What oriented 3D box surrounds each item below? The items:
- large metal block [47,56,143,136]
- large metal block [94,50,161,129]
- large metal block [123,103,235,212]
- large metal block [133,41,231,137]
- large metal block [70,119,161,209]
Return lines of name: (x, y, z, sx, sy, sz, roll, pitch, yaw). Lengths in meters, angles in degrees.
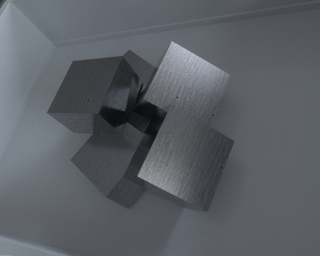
large metal block: (-0.079, -0.039, 0.385, 0.080, 0.050, 0.080, 2, 61, 30)
large metal block: (-0.039, -0.053, 0.440, 0.080, 0.050, 0.080, -45, 51, -4)
large metal block: (0.020, 0.033, 0.328, 0.080, 0.080, 0.050, -65, 16, -18)
large metal block: (0.026, -0.042, 0.371, 0.080, 0.050, 0.080, 28, 71, -10)
large metal block: (-0.049, 0.038, 0.385, 0.080, 0.050, 0.080, 34, 80, 38)
